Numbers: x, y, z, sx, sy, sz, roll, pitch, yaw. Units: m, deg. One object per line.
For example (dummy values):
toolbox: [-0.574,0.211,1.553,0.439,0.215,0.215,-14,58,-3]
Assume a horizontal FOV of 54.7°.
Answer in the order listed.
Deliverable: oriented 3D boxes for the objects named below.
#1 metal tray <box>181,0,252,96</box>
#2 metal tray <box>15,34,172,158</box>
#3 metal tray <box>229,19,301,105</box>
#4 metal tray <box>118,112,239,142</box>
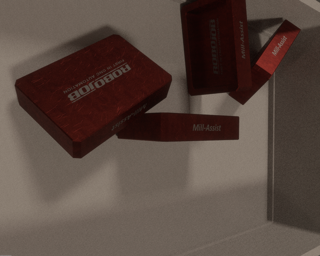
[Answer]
metal tray: [0.076,-0.113,0.429,0.030,0.090,0.129,-10,97,-40]
metal tray: [-0.063,-0.039,0.317,0.090,0.030,0.131,41,55,16]
metal tray: [0.171,-0.107,0.510,0.030,0.090,0.130,37,62,4]
metal tray: [0.025,-0.001,0.386,0.131,0.090,0.030,1,90,-40]
